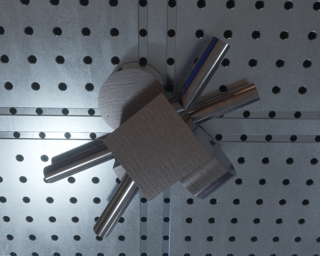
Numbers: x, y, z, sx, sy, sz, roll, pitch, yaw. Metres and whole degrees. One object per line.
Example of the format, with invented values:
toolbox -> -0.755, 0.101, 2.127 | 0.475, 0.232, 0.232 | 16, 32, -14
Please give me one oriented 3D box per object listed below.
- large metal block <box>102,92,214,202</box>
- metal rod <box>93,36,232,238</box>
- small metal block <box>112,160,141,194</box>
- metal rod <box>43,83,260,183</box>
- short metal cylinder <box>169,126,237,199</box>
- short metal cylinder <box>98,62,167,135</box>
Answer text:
large metal block -> 0.000, 0.018, 0.335 | 0.080, 0.050, 0.080 | -38, 89, 13
metal rod -> -0.006, 0.023, 0.392 | 0.025, 0.025, 0.298 | 29, 107, -10
small metal block -> -0.030, 0.060, 0.431 | 0.050, 0.025, 0.050 | -27, 108, 9
metal rod -> -0.017, 0.010, 0.413 | 0.301, 0.025, 0.025 | -22, 109, 7
short metal cylinder -> 0.052, 0.043, 0.397 | 0.050, 0.080, 0.080 | -41, 105, 14
short metal cylinder -> -0.032, -0.037, 0.382 | 0.081, 0.050, 0.079 | 0, 110, 0
